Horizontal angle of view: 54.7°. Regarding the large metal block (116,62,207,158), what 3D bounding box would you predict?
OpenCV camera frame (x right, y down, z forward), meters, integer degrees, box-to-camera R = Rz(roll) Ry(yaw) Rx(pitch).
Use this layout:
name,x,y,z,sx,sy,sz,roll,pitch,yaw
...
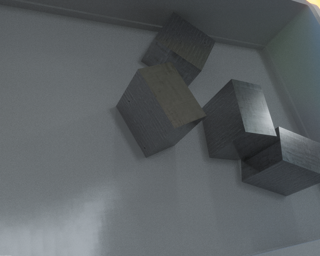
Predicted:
name,x,y,z,sx,sy,sz,roll,pitch,yaw
large metal block,-0.002,-0.021,0.382,0.050,0.080,0.080,-21,73,-36

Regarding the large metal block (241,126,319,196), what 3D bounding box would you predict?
name,x,y,z,sx,sy,sz,roll,pitch,yaw
large metal block,0.171,0.050,0.432,0.080,0.080,0.050,20,54,-17

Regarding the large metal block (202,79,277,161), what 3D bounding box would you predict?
name,x,y,z,sx,sy,sz,roll,pitch,yaw
large metal block,0.105,-0.009,0.432,0.050,0.080,0.080,8,59,-24

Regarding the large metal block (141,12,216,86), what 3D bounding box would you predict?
name,x,y,z,sx,sy,sz,roll,pitch,yaw
large metal block,0.030,-0.119,0.478,0.080,0.050,0.080,33,51,-7
